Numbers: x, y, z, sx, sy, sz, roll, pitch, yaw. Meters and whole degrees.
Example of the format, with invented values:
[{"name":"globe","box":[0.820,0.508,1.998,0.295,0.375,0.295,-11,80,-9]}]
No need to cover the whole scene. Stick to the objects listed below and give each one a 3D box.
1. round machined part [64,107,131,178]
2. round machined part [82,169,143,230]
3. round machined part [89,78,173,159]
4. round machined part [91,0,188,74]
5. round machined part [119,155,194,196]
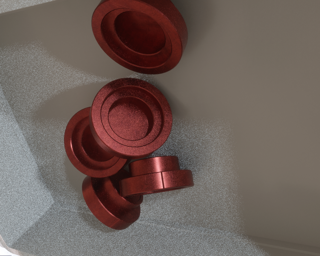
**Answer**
[{"name":"round machined part","box":[-0.080,0.017,0.435,0.098,0.042,0.097,2,96,14]},{"name":"round machined part","box":[-0.063,0.097,0.460,0.042,0.098,0.098,-41,95,17]},{"name":"round machined part","box":[-0.038,-0.009,0.383,0.098,0.098,0.042,44,155,-2]},{"name":"round machined part","box":[-0.018,-0.106,0.326,0.098,0.042,0.098,16,150,10]},{"name":"round machined part","box":[-0.006,0.064,0.417,0.098,0.099,0.042,-19,73,35]}]
